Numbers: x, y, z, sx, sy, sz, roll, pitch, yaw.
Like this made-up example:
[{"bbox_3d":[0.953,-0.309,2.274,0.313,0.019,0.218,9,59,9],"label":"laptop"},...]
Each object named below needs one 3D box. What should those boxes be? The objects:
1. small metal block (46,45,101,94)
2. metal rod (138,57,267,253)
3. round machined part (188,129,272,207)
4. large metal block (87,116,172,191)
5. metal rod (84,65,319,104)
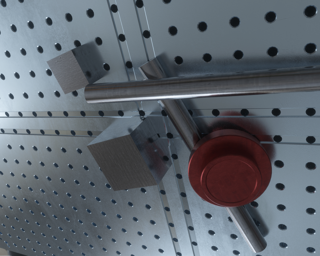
[{"bbox_3d":[-0.118,-0.079,0.422,0.050,0.025,0.050,-13,112,33],"label":"small metal block"},{"bbox_3d":[0.062,0.045,0.404,0.025,0.025,0.299,-22,107,36],"label":"metal rod"},{"bbox_3d":[0.083,0.054,0.369,0.099,0.042,0.097,2,110,6],"label":"round machined part"},{"bbox_3d":[-0.042,0.038,0.439,0.080,0.050,0.080,-15,111,34],"label":"large metal block"},{"bbox_3d":[0.055,-0.045,0.330,0.301,0.025,0.025,-1,118,20],"label":"metal rod"}]
